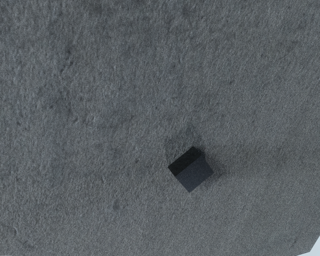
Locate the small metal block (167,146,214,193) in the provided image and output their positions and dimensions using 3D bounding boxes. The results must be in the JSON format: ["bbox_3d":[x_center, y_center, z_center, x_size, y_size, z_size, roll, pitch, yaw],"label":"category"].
[{"bbox_3d":[0.048,0.064,0.475,0.050,0.025,0.050,-39,130,-2],"label":"small metal block"}]
